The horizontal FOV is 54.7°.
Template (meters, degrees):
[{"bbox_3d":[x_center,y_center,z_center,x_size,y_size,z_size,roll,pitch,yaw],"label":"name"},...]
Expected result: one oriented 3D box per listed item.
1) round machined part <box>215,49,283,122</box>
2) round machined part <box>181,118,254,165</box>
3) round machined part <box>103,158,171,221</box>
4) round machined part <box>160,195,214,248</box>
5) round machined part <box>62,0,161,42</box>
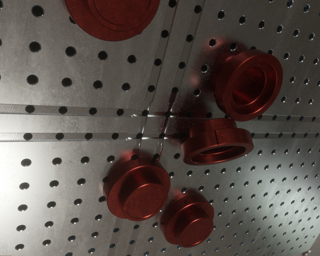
[{"bbox_3d":[0.117,-0.061,0.429,0.099,0.042,0.097,-14,124,-21],"label":"round machined part"},{"bbox_3d":[0.077,0.018,0.435,0.099,0.042,0.098,-8,158,-3],"label":"round machined part"},{"bbox_3d":[-0.028,0.094,0.445,0.099,0.042,0.097,-14,125,-21],"label":"round machined part"},{"bbox_3d":[0.053,0.167,0.535,0.099,0.042,0.097,-14,125,-21],"label":"round machined part"},{"bbox_3d":[-0.042,-0.131,0.297,0.099,0.042,0.097,-14,124,-21],"label":"round machined part"}]
